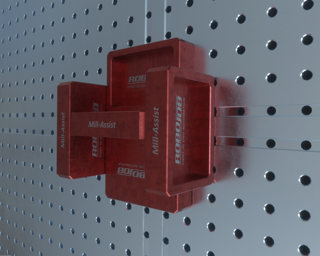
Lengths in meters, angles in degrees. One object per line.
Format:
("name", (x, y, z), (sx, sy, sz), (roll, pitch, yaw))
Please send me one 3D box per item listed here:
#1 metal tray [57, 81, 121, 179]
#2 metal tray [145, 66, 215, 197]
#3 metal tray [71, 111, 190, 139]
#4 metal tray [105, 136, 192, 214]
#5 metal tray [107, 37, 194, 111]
("metal tray", (-0.100, 0.003, 0.446), (0.030, 0.091, 0.129), (1, 91, 40))
("metal tray", (0.025, 0.003, 0.344), (0.030, 0.091, 0.129), (1, 91, 40))
("metal tray", (-0.039, -0.004, 0.395), (0.130, 0.091, 0.030), (1, 91, 39))
("metal tray", (-0.020, 0.057, 0.418), (0.130, 0.030, 0.089), (1, 91, 39))
("metal tray", (-0.018, -0.064, 0.418), (0.130, 0.030, 0.089), (1, 91, 39))
